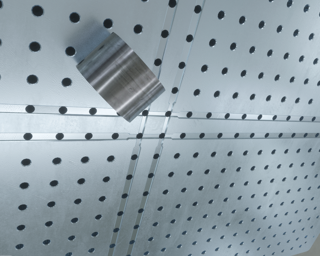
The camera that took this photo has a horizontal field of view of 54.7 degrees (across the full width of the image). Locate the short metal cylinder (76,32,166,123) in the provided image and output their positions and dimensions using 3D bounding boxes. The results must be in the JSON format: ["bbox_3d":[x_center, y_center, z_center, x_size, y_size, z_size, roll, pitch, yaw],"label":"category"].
[{"bbox_3d":[-0.040,-0.052,0.323,0.050,0.080,0.080,-43,130,1],"label":"short metal cylinder"}]
